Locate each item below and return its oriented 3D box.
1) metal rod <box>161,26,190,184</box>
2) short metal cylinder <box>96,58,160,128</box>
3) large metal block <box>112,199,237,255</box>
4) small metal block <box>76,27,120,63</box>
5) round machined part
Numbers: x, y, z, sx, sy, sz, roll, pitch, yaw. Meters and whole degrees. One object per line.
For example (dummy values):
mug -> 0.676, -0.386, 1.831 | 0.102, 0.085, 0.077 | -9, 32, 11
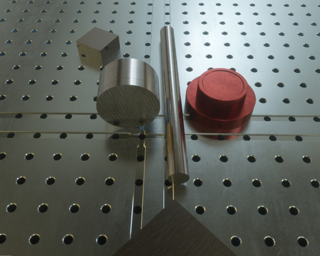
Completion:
metal rod -> 0.017, -0.056, 0.454 | 0.025, 0.025, 0.300 | -1, 50, -1
short metal cylinder -> -0.041, -0.044, 0.409 | 0.081, 0.080, 0.050 | -2, 50, -2
large metal block -> 0.013, 0.128, 0.284 | 0.080, 0.050, 0.080 | -37, 59, -27
small metal block -> -0.104, -0.142, 0.525 | 0.050, 0.025, 0.050 | 24, 54, 19
round machined part -> 0.086, -0.048, 0.438 | 0.099, 0.042, 0.098 | 0, 50, 0
